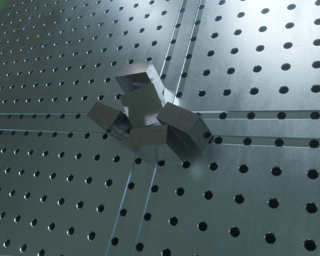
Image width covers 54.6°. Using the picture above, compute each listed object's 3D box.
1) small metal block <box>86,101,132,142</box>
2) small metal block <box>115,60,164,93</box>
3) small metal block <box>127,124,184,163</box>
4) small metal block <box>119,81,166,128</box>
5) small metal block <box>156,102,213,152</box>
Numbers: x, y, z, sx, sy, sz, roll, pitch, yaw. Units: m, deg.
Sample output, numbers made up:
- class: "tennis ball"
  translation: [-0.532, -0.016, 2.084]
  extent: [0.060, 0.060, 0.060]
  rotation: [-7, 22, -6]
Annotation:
- class: "small metal block"
  translation: [-0.065, -0.008, 0.432]
  extent: [0.050, 0.050, 0.025]
  rotation: [22, 74, 36]
- class: "small metal block"
  translation: [-0.029, -0.066, 0.446]
  extent: [0.050, 0.050, 0.025]
  rotation: [-5, 47, 26]
- class: "small metal block"
  translation: [-0.004, 0.021, 0.382]
  extent: [0.050, 0.050, 0.025]
  rotation: [-7, 59, 24]
- class: "small metal block"
  translation: [-0.019, -0.030, 0.420]
  extent: [0.050, 0.025, 0.050]
  rotation: [-20, 98, 16]
- class: "small metal block"
  translation: [0.031, -0.001, 0.378]
  extent: [0.050, 0.050, 0.025]
  rotation: [27, 77, 37]
